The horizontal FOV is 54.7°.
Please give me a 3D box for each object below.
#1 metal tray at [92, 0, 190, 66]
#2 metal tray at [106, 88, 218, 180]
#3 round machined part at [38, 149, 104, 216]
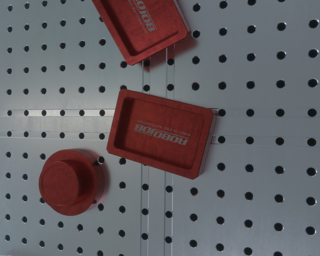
[{"bbox_3d":[-0.030,-0.157,0.393,0.090,0.030,0.130,-24,106,18],"label":"metal tray"},{"bbox_3d":[0.001,0.006,0.409,0.130,0.030,0.089,15,95,19],"label":"metal tray"},{"bbox_3d":[-0.135,0.080,0.451,0.098,0.042,0.097,0,90,20],"label":"round machined part"}]
